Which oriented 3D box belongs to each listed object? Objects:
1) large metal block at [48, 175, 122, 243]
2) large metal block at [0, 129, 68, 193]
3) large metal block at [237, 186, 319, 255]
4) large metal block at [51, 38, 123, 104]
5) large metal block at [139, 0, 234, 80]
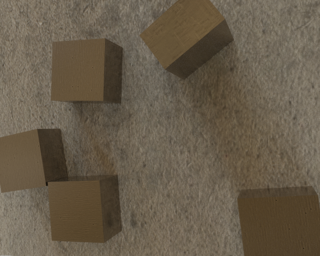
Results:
[{"bbox_3d":[-0.103,0.110,0.431,0.080,0.050,0.080,-5,88,19],"label":"large metal block"},{"bbox_3d":[-0.191,0.048,0.461,0.080,0.050,0.080,-11,86,19],"label":"large metal block"},{"bbox_3d":[0.135,0.112,0.348,0.080,0.050,0.080,-7,88,19],"label":"large metal block"},{"bbox_3d":[-0.100,-0.076,0.430,0.080,0.050,0.079,2,91,19],"label":"large metal block"},{"bbox_3d":[0.035,-0.107,0.367,0.080,0.080,0.050,-38,78,16],"label":"large metal block"}]
